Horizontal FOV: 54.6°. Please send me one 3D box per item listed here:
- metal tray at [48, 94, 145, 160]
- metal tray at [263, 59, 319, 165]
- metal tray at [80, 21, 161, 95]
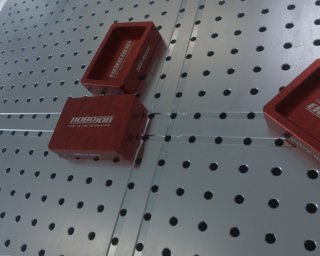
[{"bbox_3d":[-0.094,-0.002,0.457,0.130,0.030,0.090,-1,61,28],"label":"metal tray"},{"bbox_3d":[0.184,-0.006,0.312,0.090,0.030,0.130,-42,51,-1],"label":"metal tray"},{"bbox_3d":[-0.064,-0.115,0.510,0.090,0.030,0.130,10,66,32],"label":"metal tray"}]
